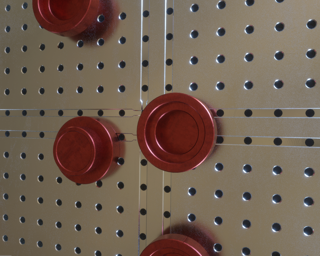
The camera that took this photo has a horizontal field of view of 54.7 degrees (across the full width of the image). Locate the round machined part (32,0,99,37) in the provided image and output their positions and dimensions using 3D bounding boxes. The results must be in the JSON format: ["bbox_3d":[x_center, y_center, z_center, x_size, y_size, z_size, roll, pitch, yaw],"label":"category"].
[{"bbox_3d":[-0.130,-0.181,0.448,0.098,0.042,0.097,0,90,19],"label":"round machined part"}]

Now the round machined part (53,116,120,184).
[{"bbox_3d":[-0.111,0.032,0.441,0.098,0.042,0.097,0,90,19],"label":"round machined part"}]

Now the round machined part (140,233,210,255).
[{"bbox_3d":[0.023,0.183,0.395,0.098,0.042,0.097,0,90,19],"label":"round machined part"}]

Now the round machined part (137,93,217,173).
[{"bbox_3d":[0.024,0.006,0.394,0.098,0.042,0.097,0,90,19],"label":"round machined part"}]
